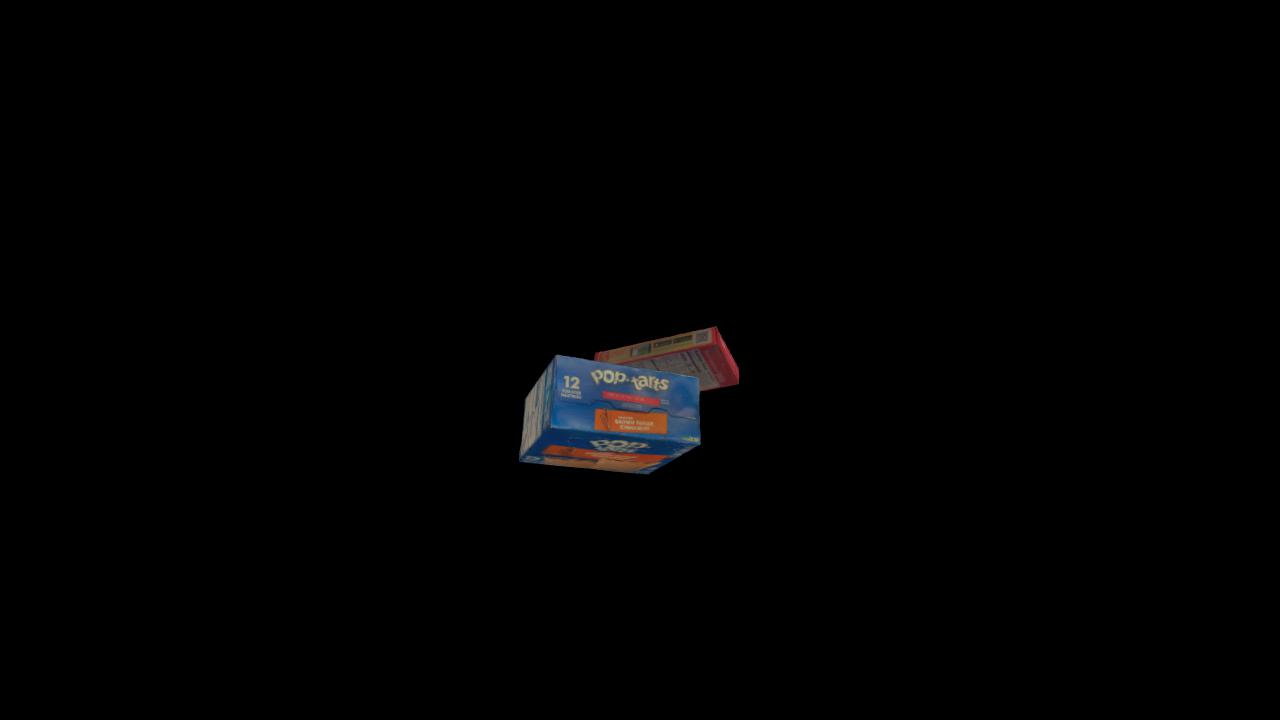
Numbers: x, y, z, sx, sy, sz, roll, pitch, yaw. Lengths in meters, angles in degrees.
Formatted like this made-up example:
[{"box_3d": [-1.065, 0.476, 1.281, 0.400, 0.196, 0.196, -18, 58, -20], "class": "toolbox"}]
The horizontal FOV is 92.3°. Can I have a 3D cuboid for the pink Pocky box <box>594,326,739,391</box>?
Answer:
[{"box_3d": [0.031, 0.010, 0.724, 0.155, 0.029, 0.084, -12, -40, 22], "class": "pink Pocky box"}]

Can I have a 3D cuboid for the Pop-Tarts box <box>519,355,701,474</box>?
[{"box_3d": [-0.037, 0.069, 0.694, 0.167, 0.083, 0.141, 9, -27, -21], "class": "Pop-Tarts box"}]
